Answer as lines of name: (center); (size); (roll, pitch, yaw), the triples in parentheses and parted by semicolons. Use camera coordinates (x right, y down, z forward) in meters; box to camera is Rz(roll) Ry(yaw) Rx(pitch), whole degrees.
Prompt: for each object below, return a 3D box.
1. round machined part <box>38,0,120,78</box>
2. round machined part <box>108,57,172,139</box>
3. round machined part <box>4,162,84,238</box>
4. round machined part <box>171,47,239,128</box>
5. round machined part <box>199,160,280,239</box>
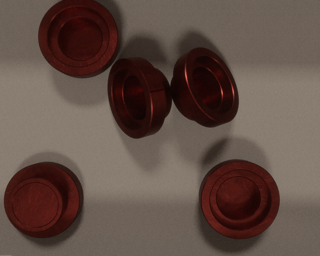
round machined part: (-0.101, -0.113, 0.402); (0.099, 0.042, 0.097); (0, 90, -1)
round machined part: (-0.022, -0.039, 0.384); (0.042, 0.098, 0.097); (-16, 90, -35)
round machined part: (-0.153, 0.095, 0.401); (0.099, 0.042, 0.097); (0, 90, -1)
round machined part: (0.051, -0.047, 0.386); (0.099, 0.042, 0.098); (18, 62, -37)
round machined part: (0.100, 0.089, 0.404); (0.099, 0.042, 0.097); (0, 90, -1)
